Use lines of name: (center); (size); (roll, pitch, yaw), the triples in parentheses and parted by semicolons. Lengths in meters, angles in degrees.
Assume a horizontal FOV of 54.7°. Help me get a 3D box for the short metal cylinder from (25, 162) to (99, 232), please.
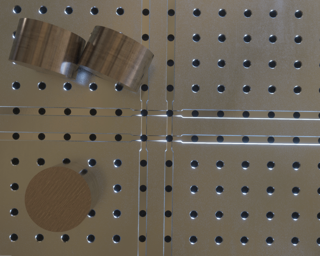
short metal cylinder: (-0.123, 0.086, 0.400); (0.081, 0.050, 0.079); (0, 90, 0)

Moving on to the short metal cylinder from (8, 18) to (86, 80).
short metal cylinder: (-0.138, -0.095, 0.385); (0.080, 0.080, 0.050); (15, 90, 0)

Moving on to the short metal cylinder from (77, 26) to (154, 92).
short metal cylinder: (-0.054, -0.084, 0.385); (0.080, 0.080, 0.050); (25, 90, 0)
